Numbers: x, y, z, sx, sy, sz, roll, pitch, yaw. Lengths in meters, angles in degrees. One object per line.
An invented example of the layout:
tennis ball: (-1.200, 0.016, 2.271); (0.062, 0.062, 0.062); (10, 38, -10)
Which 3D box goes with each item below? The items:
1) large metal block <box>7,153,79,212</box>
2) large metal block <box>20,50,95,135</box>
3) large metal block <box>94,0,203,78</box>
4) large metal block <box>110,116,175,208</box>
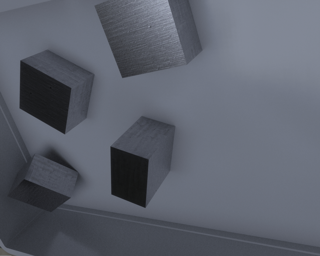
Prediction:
large metal block: (-0.202, 0.098, 0.537); (0.080, 0.050, 0.080); (31, 133, -26)
large metal block: (-0.146, -0.051, 0.436); (0.080, 0.050, 0.079); (28, 128, 9)
large metal block: (-0.010, -0.106, 0.331); (0.080, 0.050, 0.080); (-6, 116, 30)
large metal block: (-0.022, 0.042, 0.409); (0.050, 0.080, 0.079); (17, 125, 18)
